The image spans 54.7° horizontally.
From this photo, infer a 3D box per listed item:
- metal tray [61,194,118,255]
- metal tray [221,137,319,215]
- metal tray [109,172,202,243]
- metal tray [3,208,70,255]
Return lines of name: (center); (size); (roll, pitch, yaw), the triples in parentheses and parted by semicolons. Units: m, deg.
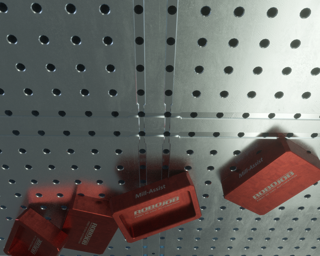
metal tray: (-0.128, 0.177, 0.558); (0.091, 0.030, 0.129); (17, 128, -15)
metal tray: (0.172, 0.079, 0.479); (0.090, 0.030, 0.129); (28, 124, -23)
metal tray: (-0.004, 0.129, 0.498); (0.131, 0.030, 0.090); (-19, 129, -3)
metal tray: (-0.226, 0.211, 0.560); (0.090, 0.030, 0.129); (36, 126, 1)
